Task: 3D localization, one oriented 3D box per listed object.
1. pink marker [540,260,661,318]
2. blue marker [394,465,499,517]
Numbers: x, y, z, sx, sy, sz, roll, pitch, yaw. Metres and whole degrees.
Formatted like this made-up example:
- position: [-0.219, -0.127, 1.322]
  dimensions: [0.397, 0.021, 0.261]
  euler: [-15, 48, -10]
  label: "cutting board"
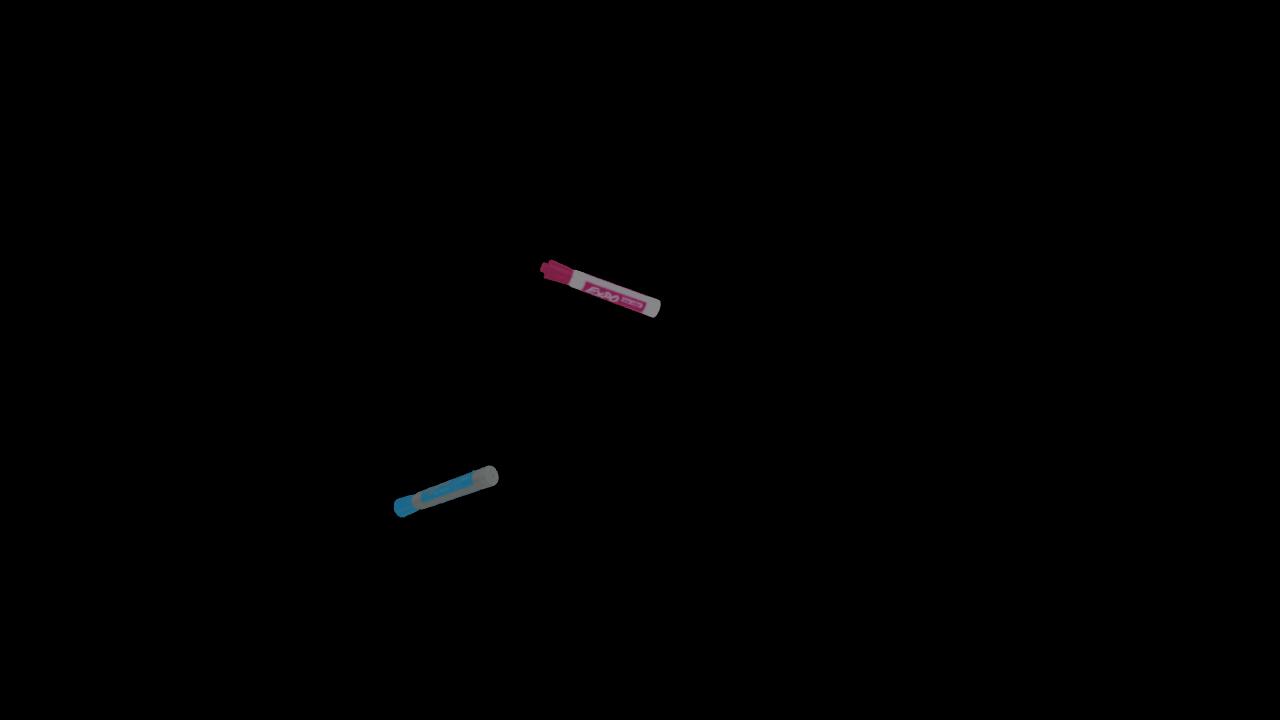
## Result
- position: [-0.037, -0.068, 0.588]
  dimensions: [0.121, 0.020, 0.020]
  euler: [19, -7, -20]
  label: "pink marker"
- position: [-0.184, 0.124, 0.574]
  dimensions: [0.121, 0.020, 0.020]
  euler: [-22, -9, 22]
  label: "blue marker"
